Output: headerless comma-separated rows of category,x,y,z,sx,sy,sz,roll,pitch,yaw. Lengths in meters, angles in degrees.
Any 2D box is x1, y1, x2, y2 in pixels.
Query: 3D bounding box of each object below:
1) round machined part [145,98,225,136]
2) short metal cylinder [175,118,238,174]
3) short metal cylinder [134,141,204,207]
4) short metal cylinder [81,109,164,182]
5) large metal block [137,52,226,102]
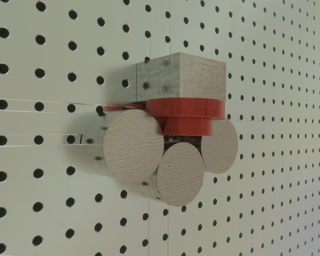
round machined part,0.031,-0.011,0.385,0.099,0.098,0.042,2,88,-40
short metal cylinder,0.069,0.024,0.451,0.081,0.050,0.079,0,90,-40
short metal cylinder,0.012,0.057,0.403,0.081,0.050,0.079,0,90,-40
short metal cylinder,-0.042,0.019,0.358,0.081,0.050,0.079,0,90,-40
large metal block,0.027,-0.058,0.395,0.081,0.080,0.050,1,90,-40
